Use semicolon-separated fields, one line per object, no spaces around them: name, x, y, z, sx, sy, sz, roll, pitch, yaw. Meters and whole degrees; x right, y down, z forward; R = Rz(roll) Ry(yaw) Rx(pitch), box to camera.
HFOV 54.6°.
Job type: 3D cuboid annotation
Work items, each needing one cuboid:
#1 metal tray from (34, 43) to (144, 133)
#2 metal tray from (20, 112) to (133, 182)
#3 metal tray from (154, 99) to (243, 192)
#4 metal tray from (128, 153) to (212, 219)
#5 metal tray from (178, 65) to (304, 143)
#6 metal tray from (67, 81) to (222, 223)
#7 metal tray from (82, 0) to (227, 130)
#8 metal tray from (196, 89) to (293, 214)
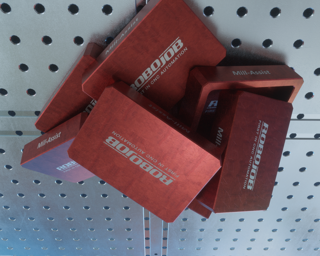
metal tray;-0.083;-0.028;0.383;0.090;0.030;0.129;31;123;-24
metal tray;-0.105;0.031;0.404;0.130;0.030;0.090;-24;143;33
metal tray;0.050;0.021;0.388;0.130;0.090;0.030;37;121;-26
metal tray;0.005;0.068;0.408;0.090;0.130;0.030;35;80;-27
metal tray;0.090;-0.025;0.358;0.131;0.030;0.089;-6;133;-22
metal tray;-0.016;0.025;0.314;0.130;0.030;0.090;35;110;-3
metal tray;-0.007;-0.066;0.327;0.130;0.030;0.090;-43;121;14
metal tray;0.097;0.028;0.349;0.091;0.030;0.129;8;97;-33
